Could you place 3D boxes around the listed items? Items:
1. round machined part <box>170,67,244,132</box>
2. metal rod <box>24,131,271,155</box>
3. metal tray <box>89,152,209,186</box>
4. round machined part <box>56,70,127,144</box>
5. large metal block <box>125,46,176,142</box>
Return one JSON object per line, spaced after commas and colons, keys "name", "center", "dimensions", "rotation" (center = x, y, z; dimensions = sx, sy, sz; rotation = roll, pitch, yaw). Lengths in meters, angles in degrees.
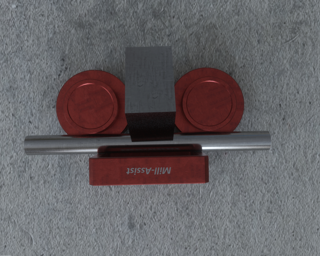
{"name": "round machined part", "center": [0.061, -0.031, 0.403], "dimensions": [0.099, 0.042, 0.097], "rotation": [0, 90, -1]}
{"name": "metal rod", "center": [-0.014, 0.019, 0.390], "dimensions": [0.302, 0.025, 0.025], "rotation": [-1, 90, -1]}
{"name": "metal tray", "center": [-0.012, 0.046, 0.378], "dimensions": [0.131, 0.090, 0.030], "rotation": [-1, 90, -1]}
{"name": "round machined part", "center": [-0.085, -0.027, 0.400], "dimensions": [0.099, 0.042, 0.097], "rotation": [0, 90, -1]}
{"name": "large metal block", "center": [-0.011, -0.036, 0.357], "dimensions": [0.050, 0.080, 0.080], "rotation": [-2, 67, -1]}
